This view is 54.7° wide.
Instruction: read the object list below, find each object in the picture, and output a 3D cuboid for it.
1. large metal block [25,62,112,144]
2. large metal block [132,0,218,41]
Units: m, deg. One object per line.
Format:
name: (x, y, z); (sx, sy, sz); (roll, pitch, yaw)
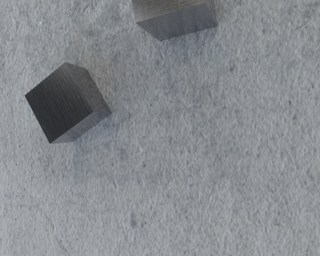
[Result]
large metal block: (-0.129, -0.033, 0.440); (0.080, 0.050, 0.080); (-34, 79, 16)
large metal block: (0.020, -0.148, 0.372); (0.080, 0.080, 0.050); (-9, 87, 19)
